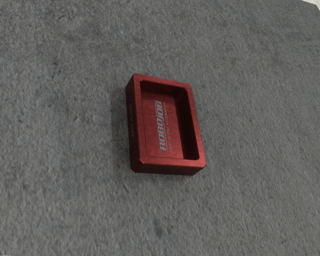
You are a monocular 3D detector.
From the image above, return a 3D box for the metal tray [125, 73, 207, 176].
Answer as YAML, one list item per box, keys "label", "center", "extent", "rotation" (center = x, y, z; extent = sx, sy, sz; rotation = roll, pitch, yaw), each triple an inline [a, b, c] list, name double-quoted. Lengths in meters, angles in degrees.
- label: "metal tray"
  center: [0.005, -0.005, 0.407]
  extent: [0.091, 0.030, 0.130]
  rotation: [7, 58, -25]
